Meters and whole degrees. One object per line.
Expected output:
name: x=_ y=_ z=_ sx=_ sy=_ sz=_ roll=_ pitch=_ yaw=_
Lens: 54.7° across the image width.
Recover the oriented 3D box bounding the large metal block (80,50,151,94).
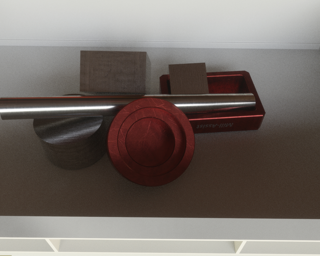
large metal block: x=-0.056 y=-0.070 z=0.416 sx=0.080 sy=0.080 sz=0.050 roll=2 pitch=92 yaw=2

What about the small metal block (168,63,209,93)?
small metal block: x=0.038 y=-0.061 z=0.427 sx=0.050 sy=0.025 sz=0.050 roll=-4 pitch=76 yaw=-3

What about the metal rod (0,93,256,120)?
metal rod: x=-0.023 y=-0.028 z=0.372 sx=0.303 sy=0.025 sz=0.025 roll=-3 pitch=49 yaw=-17

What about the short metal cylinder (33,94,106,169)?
short metal cylinder: x=-0.107 y=0.004 z=0.381 sx=0.081 sy=0.050 sz=0.080 roll=0 pitch=50 yaw=0

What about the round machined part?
round machined part: x=-0.013 y=0.017 z=0.357 sx=0.099 sy=0.042 sz=0.097 roll=2 pitch=83 yaw=-15

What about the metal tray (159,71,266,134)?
metal tray: x=0.068 y=-0.037 z=0.431 sx=0.131 sy=0.030 sz=0.090 roll=-3 pitch=50 yaw=-4
